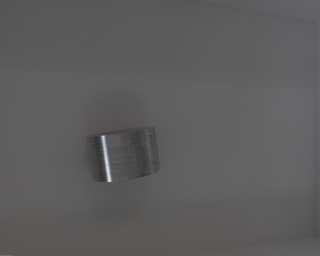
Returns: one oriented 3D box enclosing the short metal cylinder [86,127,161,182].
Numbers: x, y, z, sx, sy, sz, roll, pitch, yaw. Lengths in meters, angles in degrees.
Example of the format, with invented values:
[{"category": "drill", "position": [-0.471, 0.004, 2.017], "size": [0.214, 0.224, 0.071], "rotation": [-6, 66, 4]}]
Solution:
[{"category": "short metal cylinder", "position": [-0.043, 0.029, 0.365], "size": [0.081, 0.080, 0.050], "rotation": [-9, 93, -20]}]
